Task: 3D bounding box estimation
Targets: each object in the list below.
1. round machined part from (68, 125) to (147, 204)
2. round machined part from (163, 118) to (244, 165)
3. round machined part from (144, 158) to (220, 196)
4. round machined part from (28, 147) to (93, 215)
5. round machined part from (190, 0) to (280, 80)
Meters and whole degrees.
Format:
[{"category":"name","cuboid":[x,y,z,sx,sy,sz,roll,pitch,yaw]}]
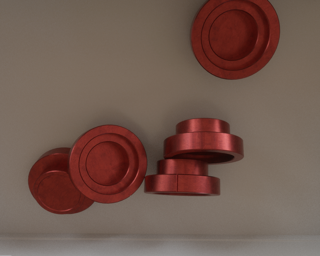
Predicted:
[{"category":"round machined part","cuboid":[-0.070,0.046,0.403,0.099,0.042,0.097,2,85,-24]},{"category":"round machined part","cuboid":[0.054,0.017,0.389,0.099,0.098,0.042,2,73,-1]},{"category":"round machined part","cuboid":[0.029,0.066,0.407,0.099,0.098,0.042,2,75,-1]},{"category":"round machined part","cuboid":[-0.134,0.080,0.430,0.099,0.042,0.097,0,110,0]},{"category":"round machined part","cuboid":[0.084,-0.109,0.363,0.099,0.042,0.097,0,110,0]}]
